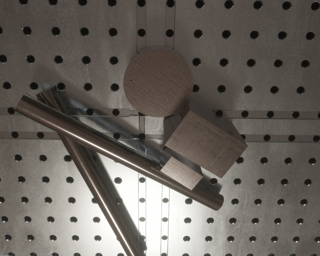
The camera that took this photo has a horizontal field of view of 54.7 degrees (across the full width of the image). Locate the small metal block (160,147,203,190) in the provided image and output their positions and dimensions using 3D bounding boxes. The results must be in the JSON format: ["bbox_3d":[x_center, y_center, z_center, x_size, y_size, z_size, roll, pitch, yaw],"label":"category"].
[{"bbox_3d":[0.028,0.050,0.419,0.050,0.050,0.025,34,106,-12],"label":"small metal block"}]

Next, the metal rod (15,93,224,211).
[{"bbox_3d":[-0.040,0.040,0.411,0.301,0.025,0.025,29,107,-17],"label":"metal rod"}]

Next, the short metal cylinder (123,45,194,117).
[{"bbox_3d":[-0.002,-0.059,0.378,0.081,0.050,0.079,0,110,-1],"label":"short metal cylinder"}]

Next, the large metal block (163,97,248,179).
[{"bbox_3d":[0.052,0.006,0.387,0.080,0.080,0.050,31,107,-11],"label":"large metal block"}]

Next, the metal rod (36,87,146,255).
[{"bbox_3d":[-0.089,0.082,0.442,0.025,0.025,0.299,-21,109,7],"label":"metal rod"}]
